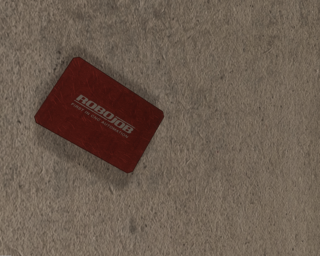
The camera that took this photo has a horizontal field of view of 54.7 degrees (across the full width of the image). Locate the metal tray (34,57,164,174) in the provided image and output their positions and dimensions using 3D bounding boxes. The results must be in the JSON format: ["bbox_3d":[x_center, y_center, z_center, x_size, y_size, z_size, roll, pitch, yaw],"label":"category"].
[{"bbox_3d":[-0.071,-0.014,0.381,0.130,0.030,0.090,33,79,-18],"label":"metal tray"}]
